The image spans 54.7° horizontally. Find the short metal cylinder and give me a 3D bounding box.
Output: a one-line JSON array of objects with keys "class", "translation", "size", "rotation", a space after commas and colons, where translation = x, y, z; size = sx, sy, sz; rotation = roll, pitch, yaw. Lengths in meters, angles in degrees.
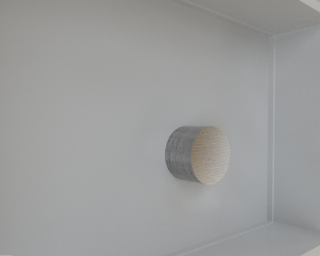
[{"class": "short metal cylinder", "translation": [0.054, 0.037, 0.438], "size": [0.081, 0.050, 0.079], "rotation": [0, 90, -40]}]
